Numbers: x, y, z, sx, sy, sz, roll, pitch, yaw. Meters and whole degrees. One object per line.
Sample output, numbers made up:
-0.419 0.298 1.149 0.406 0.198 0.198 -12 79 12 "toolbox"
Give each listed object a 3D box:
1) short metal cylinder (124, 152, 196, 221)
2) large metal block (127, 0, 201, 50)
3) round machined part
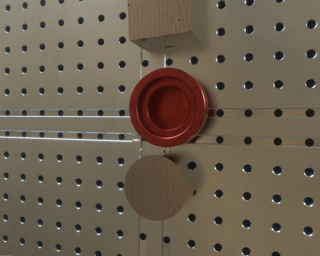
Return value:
0.002 0.072 0.398 0.080 0.050 0.079 0 90 19 "short metal cylinder"
0.006 -0.151 0.396 0.080 0.050 0.079 -3 89 19 "large metal block"
0.014 -0.025 0.398 0.098 0.042 0.097 0 90 19 "round machined part"
